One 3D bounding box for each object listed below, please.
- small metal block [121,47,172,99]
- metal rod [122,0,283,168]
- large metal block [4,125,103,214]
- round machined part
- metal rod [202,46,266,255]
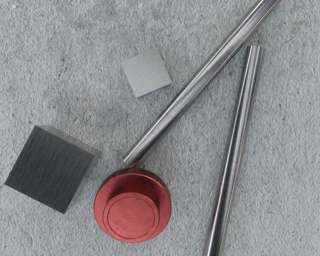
[{"bbox_3d":[-0.018,-0.071,0.410,0.050,0.025,0.050,-23,90,-1],"label":"small metal block"},{"bbox_3d":[0.057,-0.066,0.410,0.025,0.025,0.300,41,90,-1],"label":"metal rod"},{"bbox_3d":[-0.132,0.050,0.396,0.080,0.050,0.080,27,90,-1],"label":"large metal block"},{"bbox_3d":[-0.035,0.103,0.390,0.099,0.042,0.097,0,104,-1],"label":"round machined part"},{"bbox_3d":[0.097,0.041,0.411,0.025,0.025,0.298,12,90,-1],"label":"metal rod"}]
